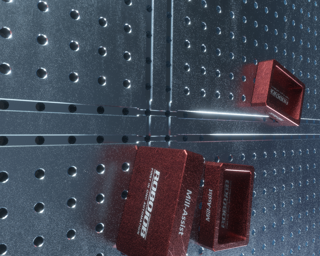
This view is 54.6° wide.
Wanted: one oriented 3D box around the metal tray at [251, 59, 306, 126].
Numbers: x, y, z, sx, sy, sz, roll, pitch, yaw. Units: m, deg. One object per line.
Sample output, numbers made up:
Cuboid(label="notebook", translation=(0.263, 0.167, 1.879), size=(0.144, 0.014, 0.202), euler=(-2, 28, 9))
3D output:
Cuboid(label="metal tray", translation=(0.231, -0.064, 0.597), size=(0.131, 0.030, 0.090), euler=(21, 77, -38))

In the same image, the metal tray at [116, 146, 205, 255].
Cuboid(label="metal tray", translation=(-0.002, 0.089, 0.364), size=(0.030, 0.090, 0.130), euler=(21, 77, -38))

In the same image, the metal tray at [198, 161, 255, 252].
Cuboid(label="metal tray", translation=(0.108, 0.122, 0.495), size=(0.091, 0.030, 0.129), euler=(10, 84, -39))
